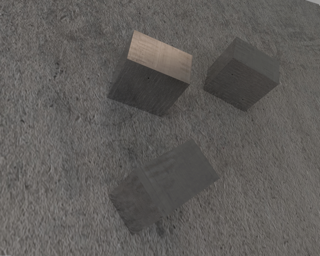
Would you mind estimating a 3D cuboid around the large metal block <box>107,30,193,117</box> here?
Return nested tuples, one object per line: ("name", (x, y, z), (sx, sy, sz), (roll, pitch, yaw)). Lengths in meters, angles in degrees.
("large metal block", (-0.014, -0.066, 0.401), (0.080, 0.080, 0.050), (20, 54, -17))

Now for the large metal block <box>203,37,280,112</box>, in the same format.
("large metal block", (0.127, -0.081, 0.486), (0.080, 0.080, 0.050), (26, 53, -12))

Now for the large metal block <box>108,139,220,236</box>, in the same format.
("large metal block", (0.002, 0.063, 0.331), (0.081, 0.080, 0.050), (-25, 75, -37))
